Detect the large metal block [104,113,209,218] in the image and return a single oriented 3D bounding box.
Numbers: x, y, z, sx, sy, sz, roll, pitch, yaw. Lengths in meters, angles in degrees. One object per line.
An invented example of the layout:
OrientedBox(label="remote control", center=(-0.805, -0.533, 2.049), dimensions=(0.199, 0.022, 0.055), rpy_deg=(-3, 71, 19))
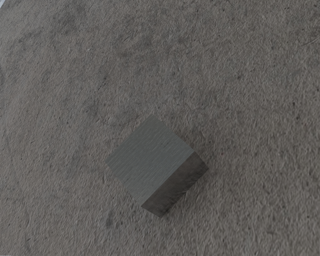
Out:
OrientedBox(label="large metal block", center=(-0.004, 0.043, 0.365), dimensions=(0.080, 0.050, 0.080), rpy_deg=(-45, 51, -3))
